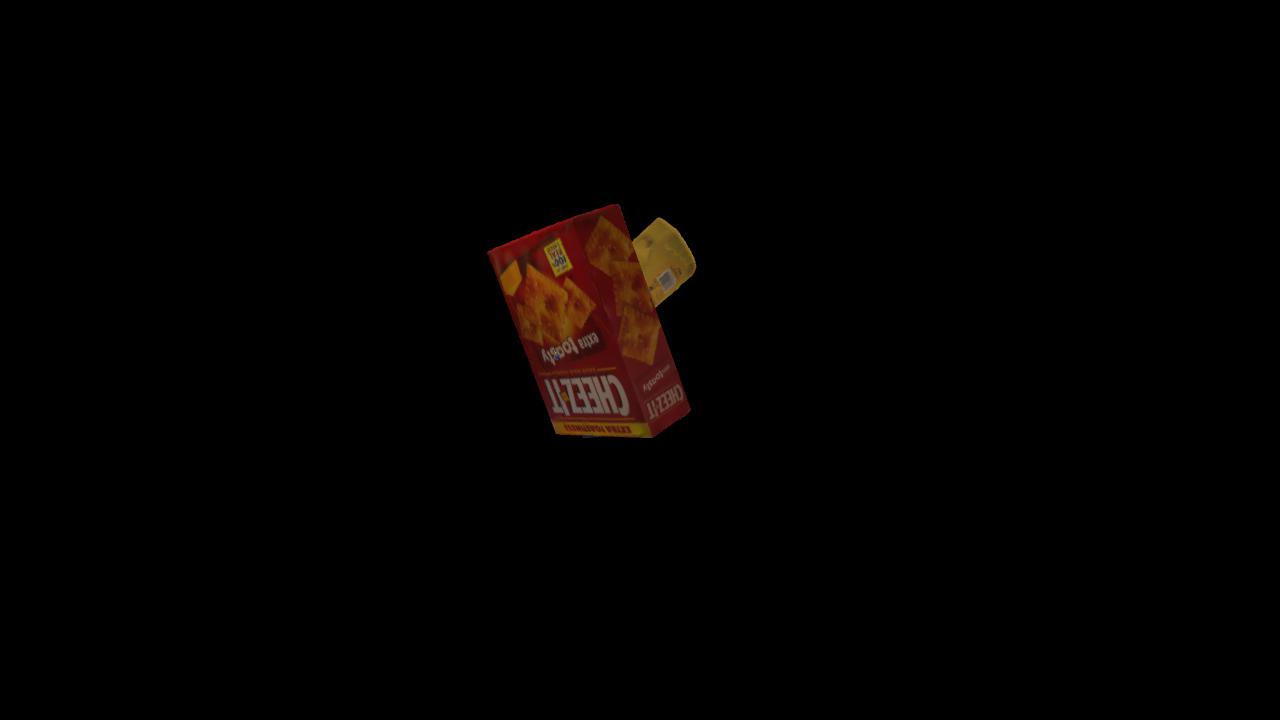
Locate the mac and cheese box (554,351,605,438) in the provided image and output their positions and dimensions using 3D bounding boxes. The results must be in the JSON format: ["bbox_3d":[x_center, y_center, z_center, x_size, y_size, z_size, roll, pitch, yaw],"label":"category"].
[{"bbox_3d":[-0.036,0.030,0.713,0.093,0.041,0.184,-4,-35,2],"label":"mac and cheese box"}]

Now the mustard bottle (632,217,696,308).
[{"bbox_3d":[-0.023,-0.062,0.662,0.054,0.184,0.092,44,-4,24],"label":"mustard bottle"}]

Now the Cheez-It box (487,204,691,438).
[{"bbox_3d":[-0.057,-0.031,0.641,0.071,0.223,0.166,-30,16,-38],"label":"Cheez-It box"}]
